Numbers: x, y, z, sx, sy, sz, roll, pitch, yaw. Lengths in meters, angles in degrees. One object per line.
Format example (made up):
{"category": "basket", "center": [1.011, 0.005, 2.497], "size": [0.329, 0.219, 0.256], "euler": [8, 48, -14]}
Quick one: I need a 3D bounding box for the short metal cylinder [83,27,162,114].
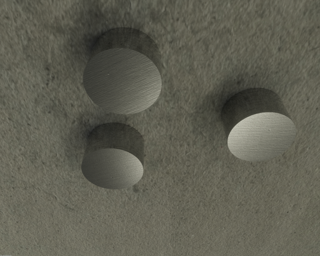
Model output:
{"category": "short metal cylinder", "center": [-0.039, -0.062, 0.338], "size": [0.081, 0.050, 0.079], "euler": [0, 130, 0]}

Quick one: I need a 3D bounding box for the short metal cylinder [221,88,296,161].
{"category": "short metal cylinder", "center": [0.121, -0.003, 0.390], "size": [0.081, 0.050, 0.079], "euler": [0, 130, 0]}

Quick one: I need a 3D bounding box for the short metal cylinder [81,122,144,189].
{"category": "short metal cylinder", "center": [-0.062, 0.039, 0.423], "size": [0.081, 0.050, 0.079], "euler": [0, 130, 0]}
